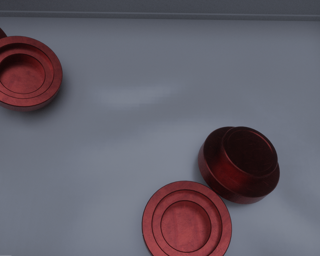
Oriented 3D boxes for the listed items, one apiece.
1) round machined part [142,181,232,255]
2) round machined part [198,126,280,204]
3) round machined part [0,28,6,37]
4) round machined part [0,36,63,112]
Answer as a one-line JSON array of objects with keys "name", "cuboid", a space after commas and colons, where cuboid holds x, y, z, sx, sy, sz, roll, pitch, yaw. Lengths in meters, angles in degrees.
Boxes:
[{"name": "round machined part", "cuboid": [0.028, 0.114, 0.354, 0.099, 0.042, 0.098, 1, 63, -3]}, {"name": "round machined part", "cuboid": [0.099, 0.037, 0.370, 0.099, 0.042, 0.098, 9, 52, -11]}, {"name": "round machined part", "cuboid": [-0.251, -0.098, 0.412, 0.042, 0.098, 0.098, -3, 67, 31]}, {"name": "round machined part", "cuboid": [-0.184, -0.068, 0.412, 0.099, 0.042, 0.098, 7, 73, -23]}]
